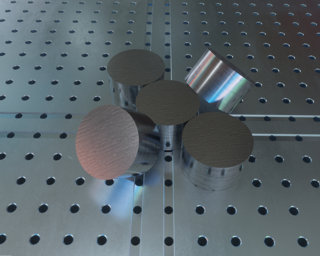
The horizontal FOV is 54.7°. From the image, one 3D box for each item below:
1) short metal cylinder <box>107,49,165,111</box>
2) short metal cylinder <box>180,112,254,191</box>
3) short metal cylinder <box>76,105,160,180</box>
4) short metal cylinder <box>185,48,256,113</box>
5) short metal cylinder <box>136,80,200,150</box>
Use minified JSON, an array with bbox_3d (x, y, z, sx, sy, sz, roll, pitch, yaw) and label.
[{"bbox_3d":[-0.033,-0.070,0.449,0.081,0.050,0.080,0,50,0],"label":"short metal cylinder"},{"bbox_3d":[0.065,0.027,0.369,0.081,0.050,0.080,0,50,0],"label":"short metal cylinder"},{"bbox_3d":[-0.047,0.017,0.350,0.080,0.050,0.080,-3,84,25],"label":"short metal cylinder"},{"bbox_3d":[0.081,-0.065,0.420,0.080,0.050,0.080,32,21,-14],"label":"short metal cylinder"},{"bbox_3d":[0.010,-0.018,0.406,0.081,0.050,0.080,0,50,0],"label":"short metal cylinder"}]
